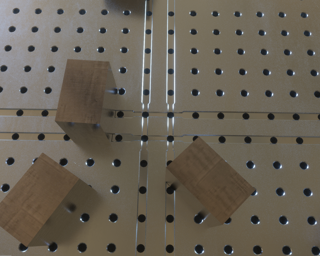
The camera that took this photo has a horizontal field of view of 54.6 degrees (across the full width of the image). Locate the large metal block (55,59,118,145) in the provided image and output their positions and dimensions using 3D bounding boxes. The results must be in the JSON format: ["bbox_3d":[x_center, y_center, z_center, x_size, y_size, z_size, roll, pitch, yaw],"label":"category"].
[{"bbox_3d":[-0.088,-0.030,0.393,0.050,0.080,0.080,4,70,1],"label":"large metal block"}]

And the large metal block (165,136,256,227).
[{"bbox_3d":[0.052,0.066,0.359,0.050,0.080,0.080,-42,75,-14],"label":"large metal block"}]

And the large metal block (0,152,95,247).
[{"bbox_3d":[-0.127,0.084,0.351,0.050,0.080,0.080,32,73,11],"label":"large metal block"}]
